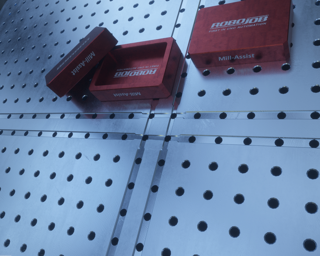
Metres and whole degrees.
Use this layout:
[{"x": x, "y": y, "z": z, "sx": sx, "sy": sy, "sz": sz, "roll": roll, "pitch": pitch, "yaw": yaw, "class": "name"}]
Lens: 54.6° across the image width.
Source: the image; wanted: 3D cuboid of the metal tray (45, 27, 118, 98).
[{"x": -0.136, "y": -0.115, "z": 0.526, "sx": 0.130, "sy": 0.030, "sz": 0.090, "roll": -45, "pitch": 28, "yaw": -2, "class": "metal tray"}]

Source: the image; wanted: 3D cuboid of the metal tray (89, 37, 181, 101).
[{"x": -0.039, "y": -0.090, "z": 0.481, "sx": 0.130, "sy": 0.030, "sz": 0.090, "roll": 0, "pitch": 61, "yaw": 28, "class": "metal tray"}]

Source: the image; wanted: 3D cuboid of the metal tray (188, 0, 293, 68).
[{"x": 0.111, "y": -0.133, "z": 0.429, "sx": 0.130, "sy": 0.030, "sz": 0.090, "roll": 1, "pitch": 62, "yaw": 28, "class": "metal tray"}]
